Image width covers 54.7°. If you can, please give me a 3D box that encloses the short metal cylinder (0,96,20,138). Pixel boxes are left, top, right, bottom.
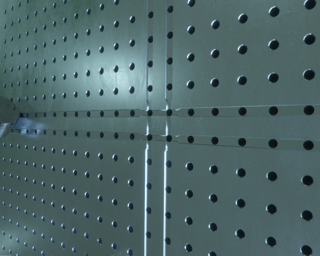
[{"bbox_3d":[-0.353,-0.025,0.666,0.050,0.081,0.080,-47,62,30],"label":"short metal cylinder"}]
